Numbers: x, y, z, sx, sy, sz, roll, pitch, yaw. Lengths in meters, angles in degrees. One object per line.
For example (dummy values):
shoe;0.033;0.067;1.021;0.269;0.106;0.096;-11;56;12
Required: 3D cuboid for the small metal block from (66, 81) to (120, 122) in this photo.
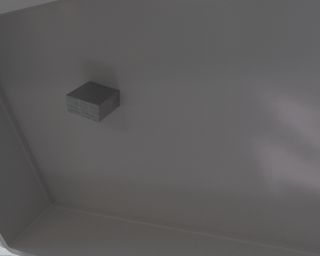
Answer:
small metal block;-0.089;-0.037;0.418;0.050;0.050;0.025;18;126;18
